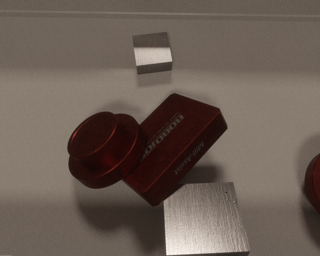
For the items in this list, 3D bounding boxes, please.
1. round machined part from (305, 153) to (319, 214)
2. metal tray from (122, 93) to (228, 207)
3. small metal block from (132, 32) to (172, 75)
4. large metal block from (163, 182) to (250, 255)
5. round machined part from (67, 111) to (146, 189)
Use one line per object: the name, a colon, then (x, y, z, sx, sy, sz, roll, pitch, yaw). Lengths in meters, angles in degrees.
round machined part: (0.226, 0.072, 0.377, 0.099, 0.042, 0.098, 0, 70, 0)
metal tray: (0.006, 0.019, 0.374, 0.130, 0.030, 0.090, -45, 39, -15)
small metal block: (-0.011, -0.108, 0.449, 0.050, 0.025, 0.050, -8, 70, -3)
large metal block: (0.045, 0.109, 0.342, 0.081, 0.050, 0.080, -2, 45, -1)
round machined part: (-0.069, 0.019, 0.367, 0.098, 0.042, 0.098, -20, 42, 19)
